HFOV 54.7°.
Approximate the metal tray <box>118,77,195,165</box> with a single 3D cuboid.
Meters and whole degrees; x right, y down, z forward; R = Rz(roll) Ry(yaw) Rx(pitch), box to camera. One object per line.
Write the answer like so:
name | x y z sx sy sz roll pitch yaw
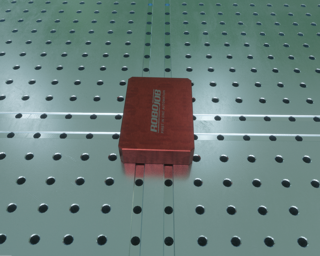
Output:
metal tray | -0.002 -0.014 0.415 0.091 0.030 0.130 2 50 1
